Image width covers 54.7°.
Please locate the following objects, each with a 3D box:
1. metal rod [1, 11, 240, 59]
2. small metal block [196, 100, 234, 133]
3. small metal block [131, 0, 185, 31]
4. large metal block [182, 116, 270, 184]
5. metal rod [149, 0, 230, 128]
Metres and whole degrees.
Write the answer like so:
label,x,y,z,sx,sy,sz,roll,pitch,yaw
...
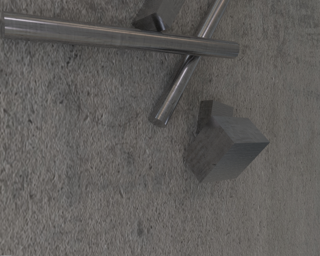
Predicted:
label,x,y,z,sx,sy,sz,roll,pitch,yaw
metal rod,-0.019,-0.104,0.368,0.303,0.025,0.025,-4,93,-34
small metal block,0.085,-0.012,0.476,0.050,0.025,0.050,13,82,-39
small metal block,-0.002,-0.146,0.386,0.025,0.050,0.050,40,66,-33
large metal block,0.092,0.030,0.439,0.081,0.050,0.080,1,133,-40
metal rod,0.061,-0.131,0.455,0.025,0.025,0.300,41,65,-32
